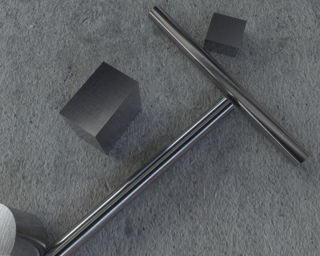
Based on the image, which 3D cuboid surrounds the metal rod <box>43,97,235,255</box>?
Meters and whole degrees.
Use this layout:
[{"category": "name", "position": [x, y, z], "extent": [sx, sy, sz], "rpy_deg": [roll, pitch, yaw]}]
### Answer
[{"category": "metal rod", "position": [-0.020, 0.062, 0.385], "extent": [0.301, 0.025, 0.025], "rpy_deg": [-40, 75, -14]}]

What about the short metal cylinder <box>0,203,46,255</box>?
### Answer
[{"category": "short metal cylinder", "position": [-0.174, 0.126, 0.334], "extent": [0.080, 0.050, 0.080], "rpy_deg": [-8, 61, 14]}]

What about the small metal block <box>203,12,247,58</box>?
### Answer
[{"category": "small metal block", "position": [0.096, -0.138, 0.460], "extent": [0.050, 0.025, 0.050], "rpy_deg": [17, 71, 5]}]

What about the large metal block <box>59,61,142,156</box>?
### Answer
[{"category": "large metal block", "position": [-0.068, -0.021, 0.386], "extent": [0.050, 0.080, 0.080], "rpy_deg": [32, 73, 11]}]

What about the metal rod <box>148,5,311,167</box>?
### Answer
[{"category": "metal rod", "position": [0.087, -0.067, 0.433], "extent": [0.025, 0.025, 0.300], "rpy_deg": [-38, 75, -13]}]
